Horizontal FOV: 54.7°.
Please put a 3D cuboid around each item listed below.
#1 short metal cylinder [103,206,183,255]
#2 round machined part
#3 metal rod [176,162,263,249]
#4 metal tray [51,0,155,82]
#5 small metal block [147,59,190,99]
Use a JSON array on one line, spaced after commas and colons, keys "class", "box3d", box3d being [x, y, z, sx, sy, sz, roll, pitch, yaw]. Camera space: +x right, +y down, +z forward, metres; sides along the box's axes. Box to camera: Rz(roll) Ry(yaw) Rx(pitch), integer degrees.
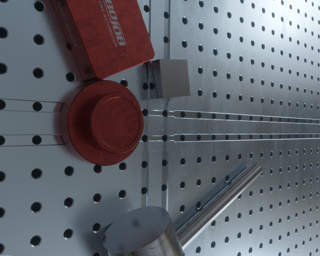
[{"class": "short metal cylinder", "box3d": [-0.019, 0.136, 0.360, 0.081, 0.080, 0.050, -32, 110, -36]}, {"class": "round machined part", "box3d": [-0.058, -0.006, 0.351, 0.099, 0.042, 0.097, 0, 90, -40]}, {"class": "metal rod", "box3d": [0.068, 0.134, 0.468, 0.302, 0.025, 0.025, -30, 109, -36]}, {"class": "metal tray", "box3d": [-0.066, -0.127, 0.352, 0.091, 0.030, 0.129, -31, 110, -36]}, {"class": "small metal block", "box3d": [0.013, -0.066, 0.422, 0.050, 0.025, 0.050, -9, 96, -40]}]
